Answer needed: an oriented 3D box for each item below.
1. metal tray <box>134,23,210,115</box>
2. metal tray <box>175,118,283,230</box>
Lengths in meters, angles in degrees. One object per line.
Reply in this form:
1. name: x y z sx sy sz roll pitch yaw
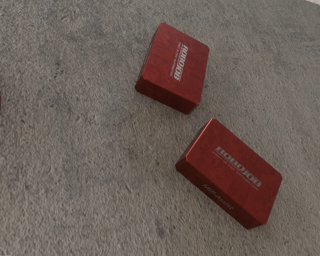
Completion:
1. metal tray: 0.023 -0.093 0.469 0.090 0.030 0.130 24 53 -13
2. metal tray: 0.095 0.059 0.415 0.130 0.030 0.090 40 51 -1
